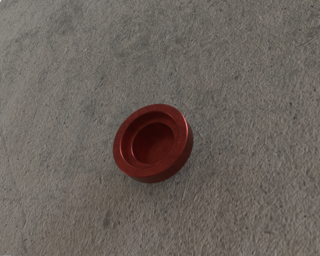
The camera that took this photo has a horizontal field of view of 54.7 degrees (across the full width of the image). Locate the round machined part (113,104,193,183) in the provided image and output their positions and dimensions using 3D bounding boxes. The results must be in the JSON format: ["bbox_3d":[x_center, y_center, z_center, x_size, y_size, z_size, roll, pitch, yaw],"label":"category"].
[{"bbox_3d":[-0.005,0.022,0.382,0.098,0.042,0.098,-13,56,20],"label":"round machined part"}]
